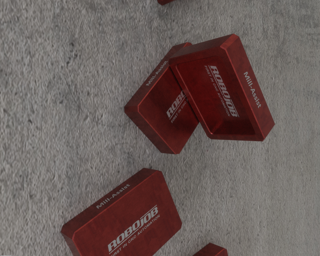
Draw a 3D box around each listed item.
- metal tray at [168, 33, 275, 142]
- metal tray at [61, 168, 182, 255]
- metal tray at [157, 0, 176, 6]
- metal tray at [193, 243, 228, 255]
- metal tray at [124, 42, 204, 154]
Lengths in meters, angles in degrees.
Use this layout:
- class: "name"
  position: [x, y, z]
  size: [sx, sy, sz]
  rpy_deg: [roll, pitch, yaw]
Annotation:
- class: "metal tray"
  position: [0.076, -0.043, 0.385]
  size: [0.030, 0.090, 0.130]
  rpy_deg: [-46, 118, -30]
- class: "metal tray"
  position: [-0.038, 0.118, 0.369]
  size: [0.131, 0.030, 0.090]
  rpy_deg: [-33, 110, -35]
- class: "metal tray"
  position: [0.015, -0.242, 0.413]
  size: [0.091, 0.030, 0.129]
  rpy_deg: [-35, 112, -34]
- class: "metal tray"
  position: [0.051, 0.238, 0.444]
  size: [0.131, 0.030, 0.089]
  rpy_deg: [-19, 102, -38]
- class: "metal tray"
  position: [0.022, -0.041, 0.419]
  size: [0.090, 0.030, 0.130]
  rpy_deg: [50, 61, -28]
